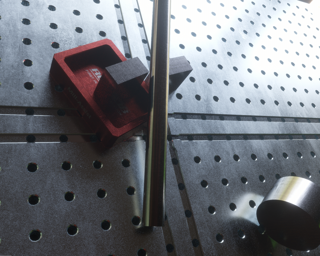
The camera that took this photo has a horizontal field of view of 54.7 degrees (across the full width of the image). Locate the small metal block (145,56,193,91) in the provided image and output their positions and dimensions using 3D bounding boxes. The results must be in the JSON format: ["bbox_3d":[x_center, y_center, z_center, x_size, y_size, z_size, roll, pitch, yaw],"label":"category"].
[{"bbox_3d":[0.011,-0.075,0.445,0.050,0.050,0.025,-20,73,-36],"label":"small metal block"}]

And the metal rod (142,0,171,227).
[{"bbox_3d":[-0.002,-0.035,0.384,0.025,0.025,0.299,10,72,-24],"label":"metal rod"}]

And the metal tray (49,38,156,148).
[{"bbox_3d":[-0.066,-0.049,0.400,0.091,0.030,0.130,-32,80,-38],"label":"metal tray"}]

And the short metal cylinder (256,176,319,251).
[{"bbox_3d":[0.174,0.110,0.402,0.080,0.080,0.050,48,51,5],"label":"short metal cylinder"}]

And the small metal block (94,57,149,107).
[{"bbox_3d":[-0.048,-0.057,0.386,0.050,0.050,0.025,-30,79,-38],"label":"small metal block"}]
